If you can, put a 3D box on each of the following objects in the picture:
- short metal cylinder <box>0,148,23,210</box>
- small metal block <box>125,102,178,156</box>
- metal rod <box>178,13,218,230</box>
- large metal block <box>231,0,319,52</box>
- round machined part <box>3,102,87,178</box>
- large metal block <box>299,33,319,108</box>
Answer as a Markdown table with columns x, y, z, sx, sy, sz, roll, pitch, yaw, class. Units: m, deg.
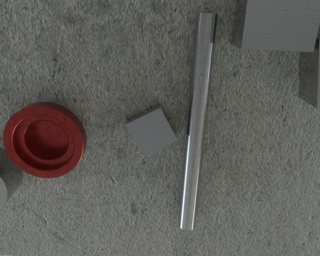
| x | y | z | sx | sy | sz | roll | pitch | yaw | class |
| --- | --- | --- | --- | --- | --- | --- | --- | --- | --- |
| -0.236 | 0.071 | 0.419 | 0.081 | 0.050 | 0.079 | 0 | 110 | -1 | short metal cylinder |
| -0.011 | 0.002 | 0.410 | 0.050 | 0.025 | 0.050 | -26 | 108 | 9 | small metal block |
| 0.048 | 0.006 | 0.412 | 0.025 | 0.025 | 0.298 | 3 | 110 | -2 | metal rod |
| 0.131 | -0.131 | 0.350 | 0.081 | 0.050 | 0.079 | 2 | 110 | -1 | large metal block |
| -0.145 | 0.013 | 0.403 | 0.099 | 0.042 | 0.097 | 0 | 110 | -1 | round machined part |
| 0.219 | -0.074 | 0.372 | 0.080 | 0.050 | 0.079 | -8 | 110 | 2 | large metal block |
